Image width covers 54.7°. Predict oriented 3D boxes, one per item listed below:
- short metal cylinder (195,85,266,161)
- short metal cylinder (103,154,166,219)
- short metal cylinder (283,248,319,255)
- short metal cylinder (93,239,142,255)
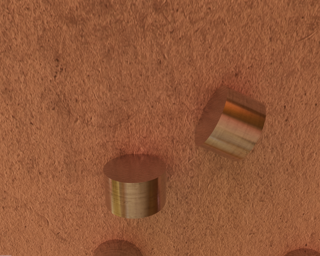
[{"bbox_3d":[0.084,-0.005,0.379,0.050,0.080,0.080,23,108,-9],"label":"short metal cylinder"},{"bbox_3d":[-0.032,0.074,0.407,0.081,0.080,0.050,0,110,0],"label":"short metal cylinder"},{"bbox_3d":[0.231,0.239,0.486,0.081,0.050,0.079,0,110,0],"label":"short metal cylinder"},{"bbox_3d":[-0.068,0.221,0.477,0.081,0.050,0.079,0,110,0],"label":"short metal cylinder"}]
